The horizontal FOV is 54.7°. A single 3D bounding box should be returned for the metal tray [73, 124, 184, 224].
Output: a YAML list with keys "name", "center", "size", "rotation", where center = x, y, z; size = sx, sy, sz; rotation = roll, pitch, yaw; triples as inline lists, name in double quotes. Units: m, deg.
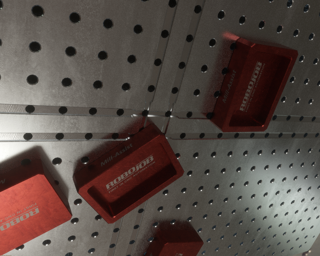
- name: "metal tray"
  center: [-0.039, 0.065, 0.427]
  size: [0.130, 0.030, 0.090]
  rotation: [-34, 129, -7]

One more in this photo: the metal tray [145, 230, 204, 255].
- name: "metal tray"
  center: [0.013, 0.248, 0.571]
  size: [0.091, 0.030, 0.129]
  rotation: [13, 112, -34]

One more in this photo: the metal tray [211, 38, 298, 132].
- name: "metal tray"
  center: [0.135, -0.057, 0.448]
  size: [0.091, 0.030, 0.129]
  rotation: [0, 119, -29]

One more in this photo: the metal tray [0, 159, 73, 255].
- name: "metal tray"
  center: [-0.185, 0.104, 0.371]
  size: [0.131, 0.030, 0.090]
  rotation: [-26, 128, -13]
